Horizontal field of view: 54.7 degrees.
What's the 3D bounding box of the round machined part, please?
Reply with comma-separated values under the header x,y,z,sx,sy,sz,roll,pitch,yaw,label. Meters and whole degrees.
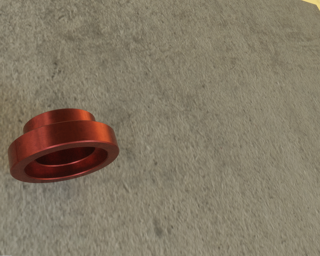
x,y,z,sx,sy,sz,roll,pitch,yaw,label
-0.092,0.016,0.298,0.099,0.097,0.042,-5,64,-31,round machined part
